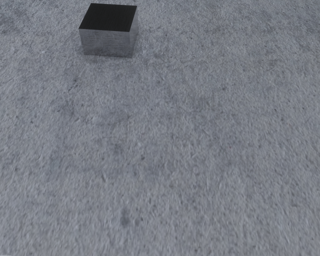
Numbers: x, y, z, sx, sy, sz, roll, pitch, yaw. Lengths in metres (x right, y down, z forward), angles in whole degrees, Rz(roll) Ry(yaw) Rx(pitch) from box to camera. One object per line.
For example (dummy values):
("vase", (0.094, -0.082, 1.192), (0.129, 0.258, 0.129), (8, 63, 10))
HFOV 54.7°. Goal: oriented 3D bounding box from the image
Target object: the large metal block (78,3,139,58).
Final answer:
("large metal block", (-0.083, -0.166, 0.526), (0.080, 0.050, 0.080), (5, 50, 3))
